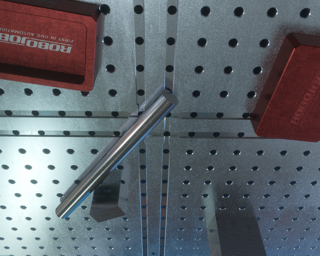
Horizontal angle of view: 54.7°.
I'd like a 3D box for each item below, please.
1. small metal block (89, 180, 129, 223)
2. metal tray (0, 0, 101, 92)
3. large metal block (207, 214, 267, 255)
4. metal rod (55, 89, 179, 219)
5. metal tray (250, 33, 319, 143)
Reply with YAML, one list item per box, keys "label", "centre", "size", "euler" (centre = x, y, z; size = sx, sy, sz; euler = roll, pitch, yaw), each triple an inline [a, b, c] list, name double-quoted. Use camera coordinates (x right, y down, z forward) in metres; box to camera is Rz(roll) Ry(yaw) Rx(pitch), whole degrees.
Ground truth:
- label: "small metal block"
  centre: [-0.080, 0.117, 0.494]
  size: [0.050, 0.050, 0.025]
  euler: [-20, 127, 16]
- label: "metal tray"
  centre: [-0.133, -0.092, 0.328]
  size: [0.131, 0.030, 0.089]
  euler: [8, 130, -8]
- label: "large metal block"
  centre: [0.134, 0.206, 0.554]
  size: [0.081, 0.080, 0.050]
  euler: [9, 130, -8]
- label: "metal rod"
  centre: [-0.077, 0.053, 0.455]
  size: [0.025, 0.025, 0.299]
  euler: [30, 124, -23]
- label: "metal tray"
  centre: [0.176, -0.043, 0.375]
  size: [0.091, 0.030, 0.129]
  euler: [6, 130, -6]
